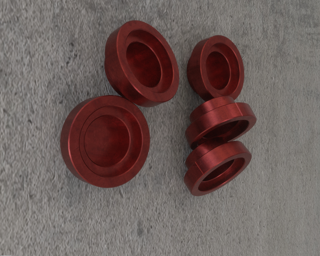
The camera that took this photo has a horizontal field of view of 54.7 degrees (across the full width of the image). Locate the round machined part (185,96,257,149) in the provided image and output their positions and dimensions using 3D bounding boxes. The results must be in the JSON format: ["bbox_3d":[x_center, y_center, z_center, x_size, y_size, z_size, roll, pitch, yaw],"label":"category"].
[{"bbox_3d":[0.080,-0.009,0.435,0.099,0.098,0.042,0,59,-40],"label":"round machined part"}]

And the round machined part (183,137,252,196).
[{"bbox_3d":[0.075,0.050,0.434,0.099,0.097,0.042,-4,49,-40],"label":"round machined part"}]

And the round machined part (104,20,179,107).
[{"bbox_3d":[-0.025,-0.070,0.361,0.099,0.042,0.098,21,60,-43],"label":"round machined part"}]

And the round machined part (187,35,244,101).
[{"bbox_3d":[0.078,-0.083,0.457,0.099,0.042,0.097,2,87,-40],"label":"round machined part"}]

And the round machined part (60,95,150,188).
[{"bbox_3d":[-0.062,0.014,0.341,0.099,0.042,0.097,-1,91,-40],"label":"round machined part"}]
